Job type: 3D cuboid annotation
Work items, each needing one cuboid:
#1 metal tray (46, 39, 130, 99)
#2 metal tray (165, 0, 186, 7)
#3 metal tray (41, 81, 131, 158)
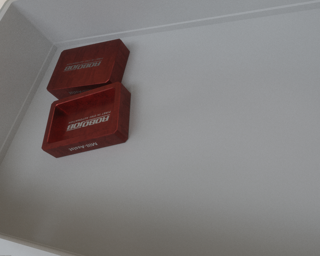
[{"bbox_3d":[-0.122,-0.099,0.528,0.130,0.030,0.090,-3,60,26],"label":"metal tray"},{"bbox_3d":[0.065,-0.273,0.538,0.130,0.030,0.090,-17,55,18],"label":"metal tray"},{"bbox_3d":[-0.110,-0.011,0.467,0.130,0.030,0.090,-13,56,20],"label":"metal tray"}]
